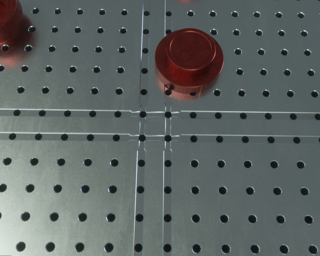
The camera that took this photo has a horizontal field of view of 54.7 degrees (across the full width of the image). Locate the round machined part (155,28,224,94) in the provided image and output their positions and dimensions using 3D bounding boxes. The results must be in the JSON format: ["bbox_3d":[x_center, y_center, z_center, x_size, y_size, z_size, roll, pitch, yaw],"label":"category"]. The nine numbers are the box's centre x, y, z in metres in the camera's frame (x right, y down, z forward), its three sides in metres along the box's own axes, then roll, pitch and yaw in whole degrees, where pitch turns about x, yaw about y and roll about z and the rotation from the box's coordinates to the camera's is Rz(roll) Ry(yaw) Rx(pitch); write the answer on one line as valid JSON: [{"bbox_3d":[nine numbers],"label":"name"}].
[{"bbox_3d":[0.042,-0.101,0.440,0.099,0.042,0.098,0,70,-1],"label":"round machined part"}]

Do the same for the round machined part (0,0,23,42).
[{"bbox_3d":[-0.254,-0.166,0.460,0.099,0.042,0.098,0,70,-1],"label":"round machined part"}]
